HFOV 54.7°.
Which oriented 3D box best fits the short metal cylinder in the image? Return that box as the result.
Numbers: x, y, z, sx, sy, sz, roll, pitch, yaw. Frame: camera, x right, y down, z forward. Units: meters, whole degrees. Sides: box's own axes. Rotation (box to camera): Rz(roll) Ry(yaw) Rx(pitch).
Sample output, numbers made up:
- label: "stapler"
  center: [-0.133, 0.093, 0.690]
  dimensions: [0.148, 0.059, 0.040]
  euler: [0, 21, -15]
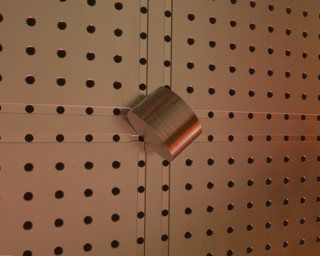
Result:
- label: "short metal cylinder"
  center: [0.005, -0.005, 0.386]
  dimensions: [0.050, 0.080, 0.080]
  euler: [-42, 104, -15]
